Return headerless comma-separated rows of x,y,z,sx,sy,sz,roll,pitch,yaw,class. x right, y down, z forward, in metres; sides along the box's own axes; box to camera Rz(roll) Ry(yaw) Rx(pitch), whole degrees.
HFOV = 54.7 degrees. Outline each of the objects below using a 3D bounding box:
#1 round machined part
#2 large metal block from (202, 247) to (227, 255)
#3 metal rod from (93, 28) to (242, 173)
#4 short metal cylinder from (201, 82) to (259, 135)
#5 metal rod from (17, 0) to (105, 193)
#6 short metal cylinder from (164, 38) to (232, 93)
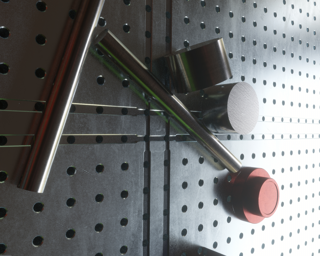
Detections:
0.173,0.119,0.544,0.099,0.042,0.097,0,90,-40,round machined part
0.098,0.240,0.476,0.080,0.050,0.080,35,69,-35,large metal block
0.028,-0.020,0.432,0.300,0.025,0.025,41,65,-32,metal rod
0.111,-0.030,0.485,0.081,0.050,0.080,0,90,-40,short metal cylinder
-0.090,-0.081,0.332,0.025,0.025,0.299,24,75,-38,metal rod
0.051,-0.084,0.416,0.081,0.080,0.050,-31,109,-36,short metal cylinder
